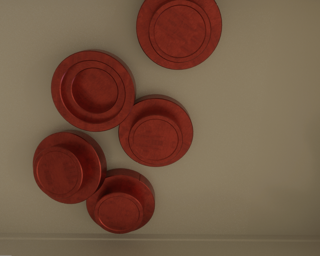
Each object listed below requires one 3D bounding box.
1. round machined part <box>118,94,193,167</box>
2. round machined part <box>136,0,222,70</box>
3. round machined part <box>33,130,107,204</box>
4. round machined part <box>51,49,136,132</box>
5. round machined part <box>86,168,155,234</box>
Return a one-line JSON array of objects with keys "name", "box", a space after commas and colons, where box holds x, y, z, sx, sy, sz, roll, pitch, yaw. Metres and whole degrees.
[{"name": "round machined part", "box": [-0.005, 0.008, 0.405, 0.099, 0.042, 0.097, 0, 110, 0]}, {"name": "round machined part", "box": [0.022, -0.113, 0.354, 0.099, 0.042, 0.097, 0, 118, 0]}, {"name": "round machined part", "box": [-0.124, 0.054, 0.406, 0.098, 0.042, 0.097, 2, 98, 12]}, {"name": "round machined part", "box": [-0.078, -0.048, 0.383, 0.099, 0.042, 0.097, 0, 109, 1]}, {"name": "round machined part", "box": [-0.056, 0.110, 0.442, 0.099, 0.042, 0.097, 0, 110, 0]}]
